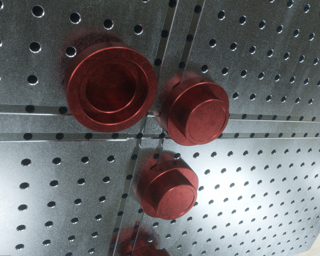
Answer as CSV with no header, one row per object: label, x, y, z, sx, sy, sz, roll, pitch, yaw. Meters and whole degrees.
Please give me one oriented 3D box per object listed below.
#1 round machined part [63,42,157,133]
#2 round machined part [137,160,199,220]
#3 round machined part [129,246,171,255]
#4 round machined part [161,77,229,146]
round machined part,-0.056,-0.047,0.342,0.099,0.042,0.097,-14,125,-21
round machined part,0.017,0.101,0.475,0.099,0.042,0.097,-14,125,-21
round machined part,-0.024,0.248,0.542,0.099,0.042,0.097,-14,125,-21
round machined part,0.054,-0.016,0.422,0.099,0.042,0.097,-14,124,-21
